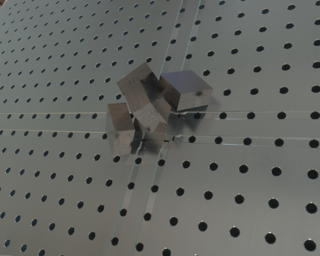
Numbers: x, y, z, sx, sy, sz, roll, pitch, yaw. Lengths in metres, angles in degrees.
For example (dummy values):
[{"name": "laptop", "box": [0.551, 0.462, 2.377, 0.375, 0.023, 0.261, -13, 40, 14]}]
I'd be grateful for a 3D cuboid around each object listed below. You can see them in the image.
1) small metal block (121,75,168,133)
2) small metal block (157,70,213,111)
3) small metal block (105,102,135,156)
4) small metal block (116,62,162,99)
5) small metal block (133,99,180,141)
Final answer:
[{"name": "small metal block", "box": [-0.020, -0.029, 0.389, 0.025, 0.050, 0.050, -31, 52, 8]}, {"name": "small metal block", "box": [0.032, -0.051, 0.406, 0.050, 0.025, 0.050, -13, 44, -29]}, {"name": "small metal block", "box": [-0.055, 0.002, 0.417, 0.025, 0.050, 0.050, -6, 50, -20]}, {"name": "small metal block", "box": [-0.025, -0.057, 0.442, 0.050, 0.050, 0.025, -35, 51, 5]}, {"name": "small metal block", "box": [-0.005, -0.012, 0.419, 0.050, 0.025, 0.050, 1, 62, 27]}]
